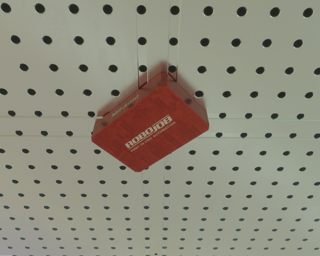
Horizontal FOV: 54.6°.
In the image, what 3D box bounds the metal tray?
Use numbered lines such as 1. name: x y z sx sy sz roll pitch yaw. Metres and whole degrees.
1. metal tray: -0.014 -0.002 0.407 0.130 0.030 0.090 -34 123 25
